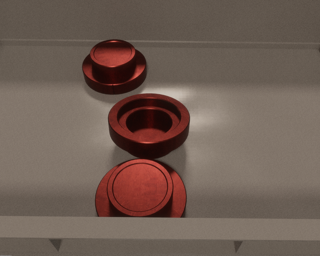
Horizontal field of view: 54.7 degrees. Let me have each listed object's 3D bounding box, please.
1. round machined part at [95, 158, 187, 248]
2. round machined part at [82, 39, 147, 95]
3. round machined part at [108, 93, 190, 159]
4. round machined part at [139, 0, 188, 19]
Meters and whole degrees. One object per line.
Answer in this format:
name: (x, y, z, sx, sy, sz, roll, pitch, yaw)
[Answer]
round machined part: (-0.020, 0.073, 0.333, 0.099, 0.042, 0.098, 0, 50, 0)
round machined part: (-0.070, -0.100, 0.477, 0.099, 0.042, 0.098, 0, 50, 0)
round machined part: (-0.013, 0.001, 0.386, 0.099, 0.042, 0.098, 1, 40, -1)
round machined part: (0.007, -0.250, 0.607, 0.099, 0.042, 0.098, 0, 50, 0)
